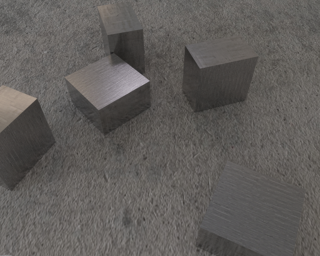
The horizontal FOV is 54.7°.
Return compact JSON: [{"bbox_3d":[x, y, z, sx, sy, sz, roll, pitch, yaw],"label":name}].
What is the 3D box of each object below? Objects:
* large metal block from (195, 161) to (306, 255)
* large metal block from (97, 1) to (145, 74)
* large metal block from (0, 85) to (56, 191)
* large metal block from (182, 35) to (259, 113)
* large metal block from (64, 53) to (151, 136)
[{"bbox_3d":[0.090,0.091,0.311,0.080,0.050,0.080,20,53,16],"label":"large metal block"},{"bbox_3d":[-0.059,-0.136,0.481,0.050,0.080,0.080,-14,52,-11],"label":"large metal block"},{"bbox_3d":[-0.176,0.012,0.356,0.050,0.080,0.080,21,53,17],"label":"large metal block"},{"bbox_3d":[0.079,-0.074,0.430,0.081,0.080,0.050,-14,52,-12],"label":"large metal block"},{"bbox_3d":[-0.070,-0.049,0.427,0.080,0.050,0.080,-34,58,-25],"label":"large metal block"}]
